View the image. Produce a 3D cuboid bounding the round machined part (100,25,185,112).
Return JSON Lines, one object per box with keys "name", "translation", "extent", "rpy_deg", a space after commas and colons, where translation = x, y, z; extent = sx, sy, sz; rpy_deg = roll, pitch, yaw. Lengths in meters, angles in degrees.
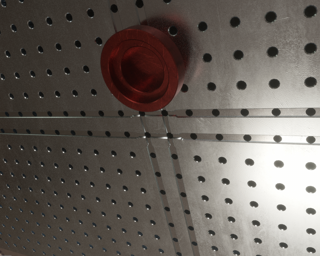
{"name": "round machined part", "translation": [-0.017, -0.071, 0.364], "extent": [0.098, 0.042, 0.097], "rpy_deg": [13, 124, 20]}
